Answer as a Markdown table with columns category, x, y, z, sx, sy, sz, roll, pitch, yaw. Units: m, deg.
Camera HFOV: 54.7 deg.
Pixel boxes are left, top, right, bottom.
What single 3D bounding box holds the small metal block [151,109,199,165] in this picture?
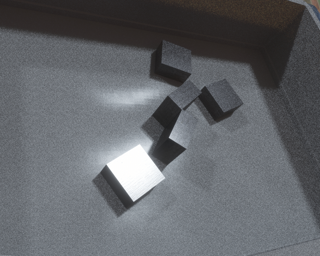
| category | x | y | z | sx | sy | sz | roll | pitch | yaw |
| --- | --- | --- | --- | --- | --- | --- | --- | --- | --- |
| small metal block | 0.019 | 0.012 | 0.394 | 0.025 | 0.050 | 0.050 | 33 | 51 | -8 |

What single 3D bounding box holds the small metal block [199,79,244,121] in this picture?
| category | x | y | z | sx | sy | sz | roll | pitch | yaw |
| --- | --- | --- | --- | --- | --- | --- | --- | --- | --- |
| small metal block | 0.095 | -0.045 | 0.487 | 0.050 | 0.025 | 0.050 | -23 | 74 | -37 |

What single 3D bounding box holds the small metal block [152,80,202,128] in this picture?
| category | x | y | z | sx | sy | sz | roll | pitch | yaw |
| --- | --- | --- | --- | --- | --- | --- | --- | --- | --- |
| small metal block | 0.023 | -0.033 | 0.424 | 0.025 | 0.050 | 0.050 | 47 | 51 | 4 |

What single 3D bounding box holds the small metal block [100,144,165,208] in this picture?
| category | x | y | z | sx | sy | sz | roll | pitch | yaw |
| --- | --- | --- | --- | --- | --- | --- | --- | --- | --- |
| small metal block | -0.031 | 0.055 | 0.357 | 0.050 | 0.025 | 0.050 | -31 | 79 | -38 |

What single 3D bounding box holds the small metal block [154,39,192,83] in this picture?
| category | x | y | z | sx | sy | sz | roll | pitch | yaw |
| --- | --- | --- | --- | --- | --- | --- | --- | --- | --- |
| small metal block | 0.021 | -0.103 | 0.482 | 0.050 | 0.025 | 0.050 | 16 | 55 | -20 |
